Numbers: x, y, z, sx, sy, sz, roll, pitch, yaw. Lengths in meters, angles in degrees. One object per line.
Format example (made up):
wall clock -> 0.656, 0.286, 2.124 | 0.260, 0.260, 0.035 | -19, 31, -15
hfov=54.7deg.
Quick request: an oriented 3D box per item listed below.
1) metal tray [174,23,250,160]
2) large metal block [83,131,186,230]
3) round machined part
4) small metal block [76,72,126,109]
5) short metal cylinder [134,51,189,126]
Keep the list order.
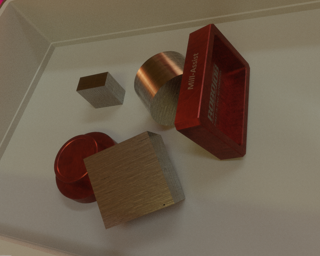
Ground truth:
metal tray -> 0.064, -0.040, 0.350 | 0.030, 0.090, 0.130 | -15, 54, 41
large metal block -> -0.028, 0.058, 0.350 | 0.080, 0.050, 0.080 | -24, 77, 13
round machined part -> -0.102, 0.048, 0.417 | 0.098, 0.042, 0.098 | -13, 56, 20
small metal block -> -0.088, -0.056, 0.468 | 0.050, 0.050, 0.025 | -7, 59, 24
short metal cylinder -> 0.014, -0.049, 0.392 | 0.080, 0.080, 0.050 | -37, 51, 3
